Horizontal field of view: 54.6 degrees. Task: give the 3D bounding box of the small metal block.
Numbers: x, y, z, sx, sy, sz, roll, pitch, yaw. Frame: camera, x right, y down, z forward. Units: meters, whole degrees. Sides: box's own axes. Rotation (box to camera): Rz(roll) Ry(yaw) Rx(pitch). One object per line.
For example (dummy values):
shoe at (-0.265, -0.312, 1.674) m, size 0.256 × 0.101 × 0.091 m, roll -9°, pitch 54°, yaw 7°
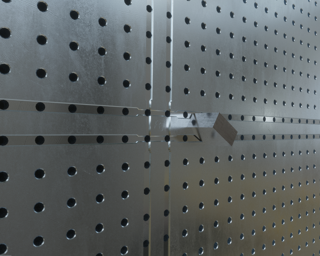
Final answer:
small metal block at (0.077, 0.002, 0.456) m, size 0.050 × 0.050 × 0.025 m, roll 41°, pitch 66°, yaw -33°
